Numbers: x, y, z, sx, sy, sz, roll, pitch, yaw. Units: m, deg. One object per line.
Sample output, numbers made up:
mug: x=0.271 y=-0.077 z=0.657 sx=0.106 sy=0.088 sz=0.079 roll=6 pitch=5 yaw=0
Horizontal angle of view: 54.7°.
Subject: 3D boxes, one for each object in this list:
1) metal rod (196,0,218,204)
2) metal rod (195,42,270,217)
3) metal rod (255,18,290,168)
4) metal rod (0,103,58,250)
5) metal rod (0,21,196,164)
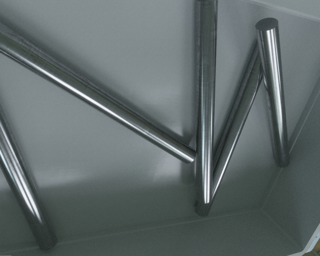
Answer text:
metal rod: x=0.062 y=-0.016 z=0.423 sx=0.025 sy=0.025 sz=0.298 roll=-16 pitch=122 yaw=-20
metal rod: x=0.108 y=0.014 z=0.476 sx=0.025 sy=0.025 sz=0.298 roll=1 pitch=118 yaw=-29
metal rod: x=0.174 y=-0.029 z=0.463 sx=0.025 sy=0.025 sz=0.299 roll=-35 pitch=136 yaw=-5
metal rod: x=-0.164 y=0.032 z=0.338 sx=0.025 sy=0.025 sz=0.298 roll=-18 pitch=126 yaw=-18
metal rod: x=-0.055 y=-0.024 z=0.363 sx=0.301 sy=0.025 sz=0.025 roll=33 pitch=100 yaw=-39
